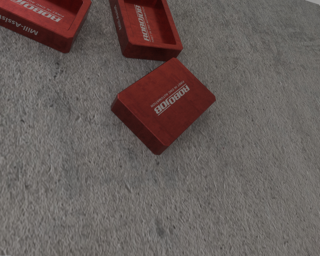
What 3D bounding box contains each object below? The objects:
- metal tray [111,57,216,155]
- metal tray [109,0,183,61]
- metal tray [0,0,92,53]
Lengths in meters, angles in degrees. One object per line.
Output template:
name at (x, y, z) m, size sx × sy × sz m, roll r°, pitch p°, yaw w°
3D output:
metal tray at (0.009, -0.035, 0.426) m, size 0.090 × 0.030 × 0.131 m, roll 46°, pitch 51°, yaw 3°
metal tray at (-0.024, -0.168, 0.489) m, size 0.091 × 0.030 × 0.130 m, roll -1°, pitch 62°, yaw -29°
metal tray at (-0.167, -0.163, 0.409) m, size 0.131 × 0.030 × 0.090 m, roll 22°, pitch 53°, yaw -15°
